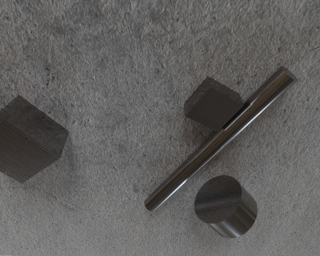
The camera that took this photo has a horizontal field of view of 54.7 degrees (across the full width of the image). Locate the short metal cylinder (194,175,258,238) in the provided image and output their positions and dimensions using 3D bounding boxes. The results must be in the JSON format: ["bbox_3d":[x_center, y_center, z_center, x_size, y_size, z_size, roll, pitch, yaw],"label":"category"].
[{"bbox_3d":[0.100,0.120,0.475,0.080,0.080,0.050,-30,124,23],"label":"short metal cylinder"}]

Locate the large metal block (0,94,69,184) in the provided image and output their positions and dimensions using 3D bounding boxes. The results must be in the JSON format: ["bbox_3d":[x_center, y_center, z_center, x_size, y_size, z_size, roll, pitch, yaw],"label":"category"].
[{"bbox_3d":[-0.181,0.017,0.403,0.080,0.050,0.080,-32,124,24],"label":"large metal block"}]

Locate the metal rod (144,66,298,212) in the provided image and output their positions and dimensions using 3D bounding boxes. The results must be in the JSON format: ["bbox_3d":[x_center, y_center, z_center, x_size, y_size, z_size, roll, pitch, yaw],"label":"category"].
[{"bbox_3d":[0.067,0.033,0.436,0.025,0.025,0.298,26,125,-21],"label":"metal rod"}]

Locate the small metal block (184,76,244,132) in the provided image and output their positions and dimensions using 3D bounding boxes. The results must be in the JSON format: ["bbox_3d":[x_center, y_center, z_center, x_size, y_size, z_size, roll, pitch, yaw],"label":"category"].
[{"bbox_3d":[0.065,-0.029,0.384,0.050,0.025,0.050,25,126,-20],"label":"small metal block"}]
